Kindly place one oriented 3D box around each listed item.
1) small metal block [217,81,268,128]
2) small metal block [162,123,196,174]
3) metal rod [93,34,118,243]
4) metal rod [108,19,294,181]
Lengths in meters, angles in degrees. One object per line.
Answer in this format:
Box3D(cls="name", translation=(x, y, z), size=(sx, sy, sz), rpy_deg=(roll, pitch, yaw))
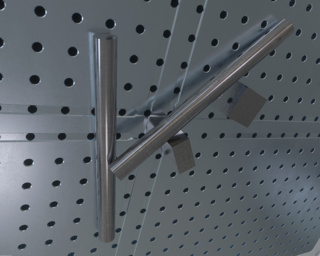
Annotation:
Box3D(cls="small metal block", translation=(0.121, -0.034, 0.456), size=(0.050, 0.025, 0.050), rpy_deg=(23, 106, -37))
Box3D(cls="small metal block", translation=(0.021, 0.026, 0.422), size=(0.025, 0.050, 0.050), rpy_deg=(-26, 128, -12))
Box3D(cls="metal rod", translation=(-0.069, 0.034, 0.394), size=(0.025, 0.025, 0.298), rpy_deg=(-9, 123, -24))
Box3D(cls="metal rod", translation=(0.058, -0.041, 0.401), size=(0.301, 0.025, 0.025), rpy_deg=(-40, 130, -7))
